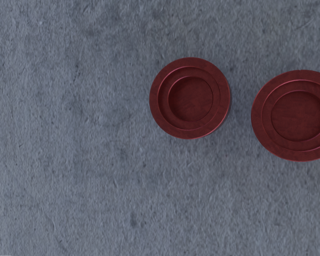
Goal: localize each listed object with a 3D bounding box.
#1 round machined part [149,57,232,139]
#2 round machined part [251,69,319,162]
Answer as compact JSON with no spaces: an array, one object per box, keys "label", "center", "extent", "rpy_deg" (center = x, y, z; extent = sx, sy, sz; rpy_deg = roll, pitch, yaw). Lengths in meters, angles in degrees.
[{"label":"round machined part","center":[0.040,-0.035,0.385],"extent":[0.098,0.042,0.097],"rpy_deg":[0,90,19]},{"label":"round machined part","center":[0.154,-0.013,0.346],"extent":[0.098,0.042,0.097],"rpy_deg":[0,90,19]}]
